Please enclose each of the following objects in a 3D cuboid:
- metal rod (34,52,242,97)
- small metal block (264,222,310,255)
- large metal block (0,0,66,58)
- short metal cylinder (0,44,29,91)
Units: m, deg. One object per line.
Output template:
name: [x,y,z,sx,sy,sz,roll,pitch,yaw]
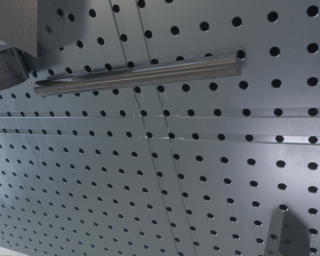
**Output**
metal rod: [-0.049,-0.063,0.397,0.300,0.025,0.025,-2,118,29]
small metal block: [0.168,0.163,0.408,0.050,0.050,0.025,42,129,-1]
large metal block: [-0.170,-0.148,0.393,0.080,0.050,0.079,26,128,11]
short metal cylinder: [-0.239,-0.087,0.448,0.080,0.080,0.050,3,120,26]
